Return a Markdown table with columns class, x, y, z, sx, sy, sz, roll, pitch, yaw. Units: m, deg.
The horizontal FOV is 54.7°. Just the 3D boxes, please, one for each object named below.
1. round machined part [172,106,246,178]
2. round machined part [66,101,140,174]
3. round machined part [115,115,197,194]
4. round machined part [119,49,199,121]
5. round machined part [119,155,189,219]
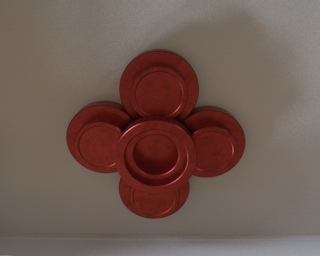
| class | x | y | z | sx | sy | sz | roll | pitch | yaw |
| --- | --- | --- | --- | --- | --- | --- | --- | --- | --- |
| round machined part | 0.064 | 0.023 | 0.409 | 0.099 | 0.042 | 0.097 | 0 | 110 | 0 |
| round machined part | -0.073 | 0.017 | 0.405 | 0.099 | 0.042 | 0.097 | 0 | 110 | 0 |
| round machined part | -0.005 | 0.030 | 0.389 | 0.099 | 0.042 | 0.097 | 0 | 110 | 0 |
| round machined part | -0.001 | -0.046 | 0.382 | 0.099 | 0.042 | 0.097 | 0 | 110 | 0 |
| round machined part | -0.008 | 0.086 | 0.431 | 0.099 | 0.042 | 0.097 | -1 | 109 | -1 |
